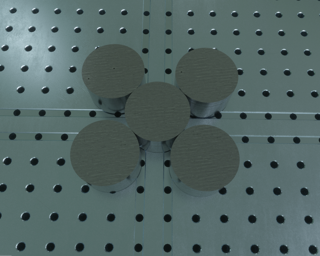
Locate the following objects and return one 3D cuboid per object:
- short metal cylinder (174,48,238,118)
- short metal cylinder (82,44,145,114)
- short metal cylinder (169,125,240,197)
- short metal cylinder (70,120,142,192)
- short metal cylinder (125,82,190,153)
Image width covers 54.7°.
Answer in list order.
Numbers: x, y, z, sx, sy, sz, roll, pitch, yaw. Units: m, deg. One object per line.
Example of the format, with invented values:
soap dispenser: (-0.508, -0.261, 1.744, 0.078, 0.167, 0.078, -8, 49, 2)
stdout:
short metal cylinder: (0.060, -0.060, 0.419, 0.081, 0.050, 0.080, 0, 70, 0)
short metal cylinder: (-0.060, -0.066, 0.421, 0.081, 0.050, 0.080, 0, 70, 0)
short metal cylinder: (0.052, 0.042, 0.383, 0.081, 0.050, 0.080, 0, 70, 0)
short metal cylinder: (-0.064, 0.036, 0.383, 0.081, 0.050, 0.080, 0, 70, 0)
short metal cylinder: (-0.003, -0.013, 0.403, 0.081, 0.050, 0.080, 0, 70, 0)
